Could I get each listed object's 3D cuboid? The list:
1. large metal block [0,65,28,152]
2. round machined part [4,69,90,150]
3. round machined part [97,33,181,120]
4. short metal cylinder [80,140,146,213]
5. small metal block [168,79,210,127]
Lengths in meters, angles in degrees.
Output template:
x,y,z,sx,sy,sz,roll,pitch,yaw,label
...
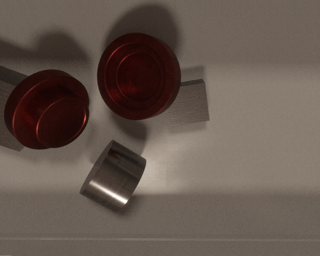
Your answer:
x,y,z,sx,sy,sz,roll,pitch,yaw,label
-0.195,-0.028,0.385,0.080,0.050,0.079,21,109,-8,large metal block
-0.123,-0.015,0.364,0.042,0.099,0.097,34,112,30,round machined part
-0.021,-0.060,0.367,0.098,0.042,0.097,3,99,22,round machined part
-0.061,0.062,0.404,0.050,0.080,0.080,33,107,-12,short metal cylinder
0.034,-0.033,0.400,0.050,0.025,0.050,-9,110,3,small metal block
